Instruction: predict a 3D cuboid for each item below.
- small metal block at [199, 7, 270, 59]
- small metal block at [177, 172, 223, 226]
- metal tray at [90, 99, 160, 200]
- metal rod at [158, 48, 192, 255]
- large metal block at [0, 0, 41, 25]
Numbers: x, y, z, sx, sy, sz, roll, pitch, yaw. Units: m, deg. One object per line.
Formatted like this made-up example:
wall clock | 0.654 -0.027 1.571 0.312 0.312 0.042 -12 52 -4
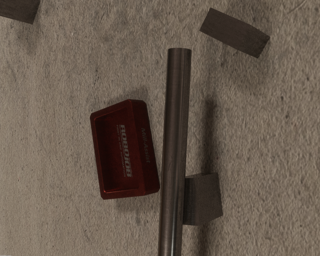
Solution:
small metal block | 0.078 -0.098 0.323 0.050 0.050 0.025 39 114 32
small metal block | 0.045 0.078 0.350 0.025 0.050 0.050 -10 84 39
metal tray | -0.053 0.032 0.442 0.090 0.030 0.129 -16 80 38
metal rod | 0.013 0.068 0.327 0.025 0.025 0.298 4 93 39
large metal block | -0.298 -0.255 0.611 0.080 0.081 0.050 45 117 30
